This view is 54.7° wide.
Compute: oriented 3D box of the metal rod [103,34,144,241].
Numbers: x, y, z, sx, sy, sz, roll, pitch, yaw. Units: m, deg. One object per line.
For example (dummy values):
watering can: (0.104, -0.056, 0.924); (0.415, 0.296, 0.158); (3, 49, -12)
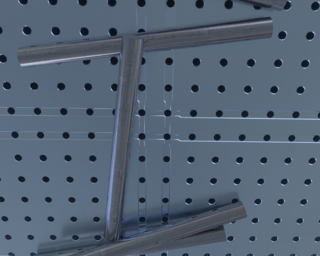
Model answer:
metal rod: (-0.052, 0.031, 0.409); (0.025, 0.025, 0.298); (8, 115, -3)

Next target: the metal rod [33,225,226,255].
metal rod: (-0.050, 0.187, 0.481); (0.302, 0.025, 0.025); (-10, 110, 3)

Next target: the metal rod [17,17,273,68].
metal rod: (-0.019, -0.103, 0.375); (0.302, 0.025, 0.025); (-6, 110, 2)

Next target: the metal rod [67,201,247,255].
metal rod: (-0.020, 0.166, 0.458); (0.302, 0.025, 0.025); (-17, 110, -1)

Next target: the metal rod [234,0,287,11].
metal rod: (-0.004, -0.179, 0.347); (0.302, 0.025, 0.025); (12, 110, -5)
